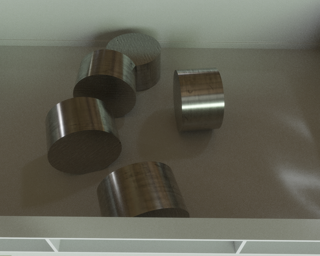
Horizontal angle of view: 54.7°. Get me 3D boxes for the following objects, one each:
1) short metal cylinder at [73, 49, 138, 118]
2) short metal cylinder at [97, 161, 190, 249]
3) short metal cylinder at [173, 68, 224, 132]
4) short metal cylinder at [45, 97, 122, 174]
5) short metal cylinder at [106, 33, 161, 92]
[{"bbox_3d":[-0.072,-0.058,0.417,0.081,0.080,0.050,0,50,-1],"label":"short metal cylinder"},{"bbox_3d":[-0.017,0.077,0.305,0.081,0.080,0.050,-13,52,-11],"label":"short metal cylinder"},{"bbox_3d":[0.047,-0.037,0.401,0.050,0.080,0.080,-4,50,-4],"label":"short metal cylinder"},{"bbox_3d":[-0.089,0.010,0.360,0.081,0.080,0.050,-12,51,-11],"label":"short metal cylinder"},{"bbox_3d":[-0.039,-0.101,0.473,0.081,0.050,0.080,0,50,0],"label":"short metal cylinder"}]
